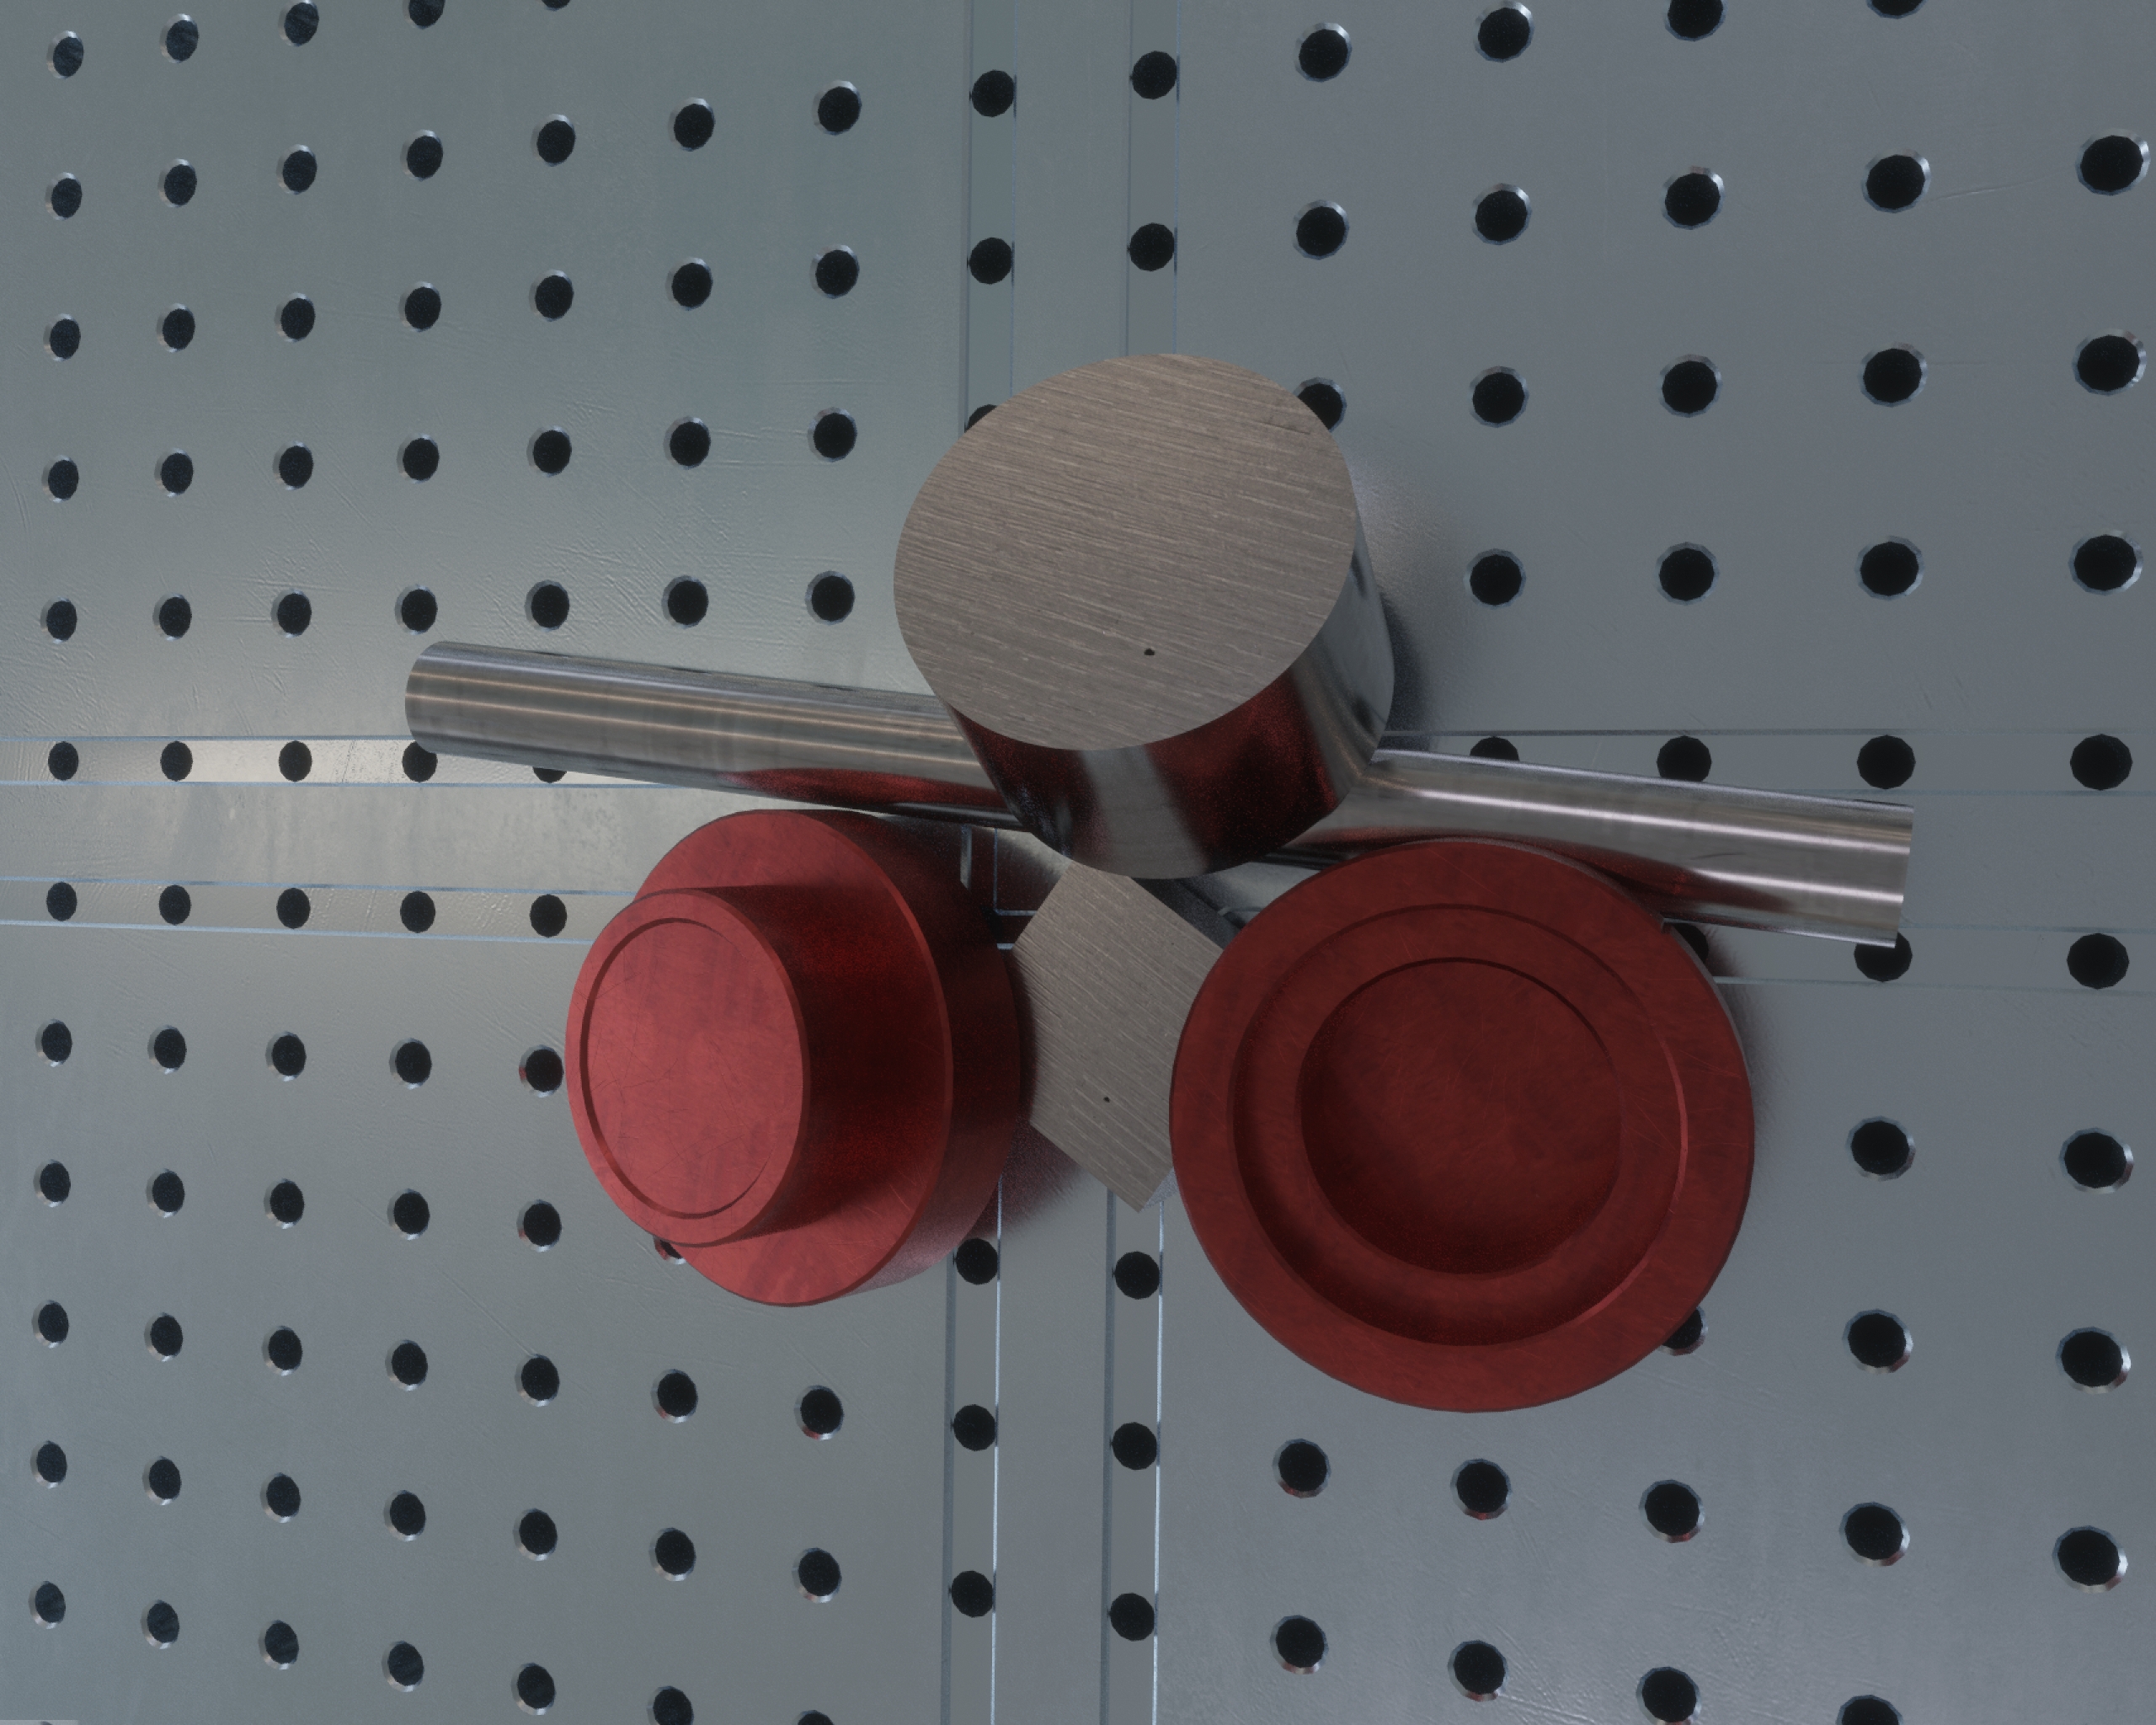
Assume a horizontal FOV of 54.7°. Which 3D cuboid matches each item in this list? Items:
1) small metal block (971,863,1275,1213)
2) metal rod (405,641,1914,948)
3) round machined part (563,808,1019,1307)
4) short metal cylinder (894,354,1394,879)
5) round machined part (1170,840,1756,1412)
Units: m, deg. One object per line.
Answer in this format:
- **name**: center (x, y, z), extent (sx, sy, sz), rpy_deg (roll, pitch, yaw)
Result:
- **small metal block**: center (0.011, 0.031, 0.405), extent (0.050, 0.025, 0.050), rpy_deg (38, 102, 16)
- **metal rod**: center (0.001, -0.017, 0.408), extent (0.301, 0.025, 0.025), rpy_deg (8, 93, 19)
- **round machined part**: center (-0.062, 0.038, 0.408), extent (0.098, 0.042, 0.097), rpy_deg (1, 91, 38)
- **short metal cylinder**: center (0.013, -0.044, 0.375), extent (0.080, 0.050, 0.080), rpy_deg (-6, 63, 13)
- **round machined part**: center (0.069, 0.044, 0.373), extent (0.098, 0.042, 0.097), rpy_deg (1, 93, 17)
